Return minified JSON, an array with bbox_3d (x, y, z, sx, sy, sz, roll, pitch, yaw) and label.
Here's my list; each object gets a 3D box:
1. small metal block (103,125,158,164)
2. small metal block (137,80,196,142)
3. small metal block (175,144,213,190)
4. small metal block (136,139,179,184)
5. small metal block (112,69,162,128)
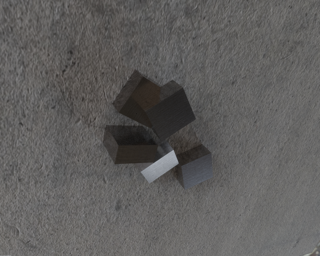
[{"bbox_3d":[-0.037,0.019,0.382,0.050,0.050,0.025,1,117,-29],"label":"small metal block"},{"bbox_3d":[0.009,-0.020,0.367,0.050,0.025,0.050,-33,129,-7],"label":"small metal block"},{"bbox_3d":[0.051,0.059,0.472,0.050,0.025,0.050,-22,127,-16],"label":"small metal block"},{"bbox_3d":[-0.005,0.044,0.420,0.050,0.025,0.050,-34,151,-6],"label":"small metal block"},{"bbox_3d":[-0.020,-0.034,0.374,0.050,0.025,0.050,27,103,-38],"label":"small metal block"}]
